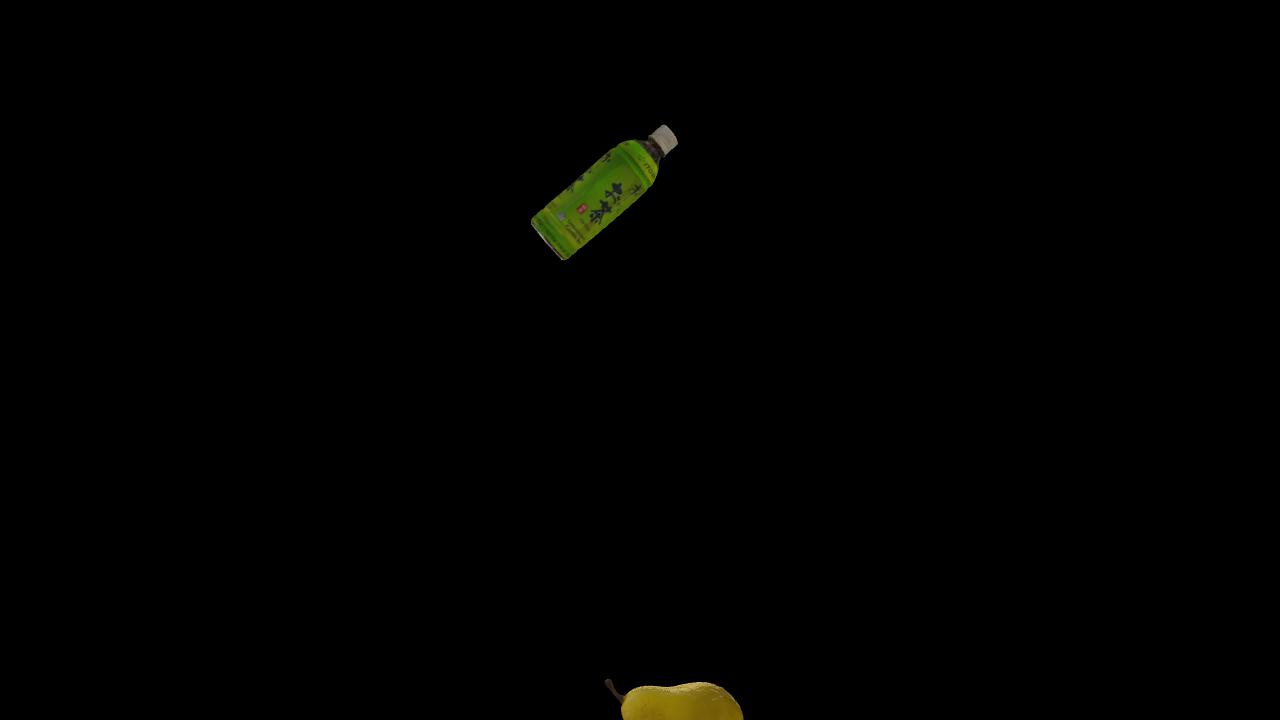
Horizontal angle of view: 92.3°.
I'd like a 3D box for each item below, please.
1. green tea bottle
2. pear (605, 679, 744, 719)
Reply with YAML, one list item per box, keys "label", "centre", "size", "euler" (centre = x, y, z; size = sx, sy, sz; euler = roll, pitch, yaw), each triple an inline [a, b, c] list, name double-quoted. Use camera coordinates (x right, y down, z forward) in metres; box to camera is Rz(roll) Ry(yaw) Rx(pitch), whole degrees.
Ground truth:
- label: "green tea bottle"
  centre: [-0.041, -0.221, 0.791]
  size: [0.212, 0.073, 0.073]
  euler: [-41, -1, 2]
- label: "pear"
  centre: [0.021, 0.282, 0.470]
  size: [0.111, 0.080, 0.080]
  euler: [14, 2, 6]
